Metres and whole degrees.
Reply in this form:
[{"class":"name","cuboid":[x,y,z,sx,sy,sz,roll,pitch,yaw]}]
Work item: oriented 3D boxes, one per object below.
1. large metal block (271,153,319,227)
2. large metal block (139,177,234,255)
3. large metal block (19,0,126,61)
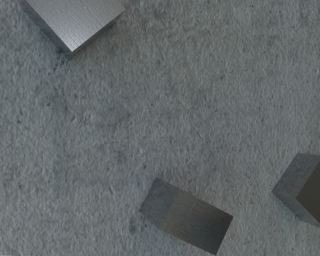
[{"class":"large metal block","cuboid":[0.238,0.097,0.486,0.080,0.050,0.080,43,76,-15]},{"class":"large metal block","cuboid":[0.030,0.108,0.392,0.080,0.080,0.050,30,80,-18]},{"class":"large metal block","cuboid":[-0.101,-0.139,0.359,0.080,0.050,0.080,-44,104,-15]}]
